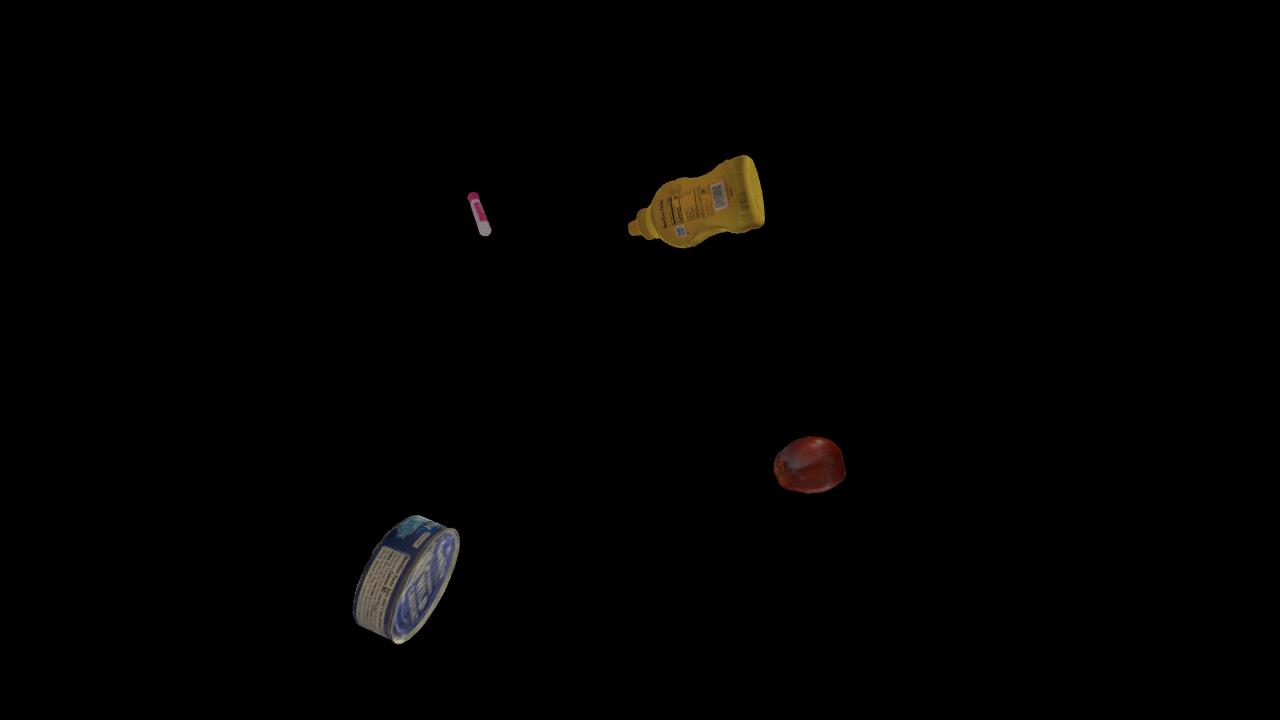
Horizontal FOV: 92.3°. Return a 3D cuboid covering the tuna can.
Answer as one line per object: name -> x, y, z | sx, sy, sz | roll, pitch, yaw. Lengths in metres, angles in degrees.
tuna can -> -0.168, 0.157, 0.446 | 0.034, 0.084, 0.084 | 19, 3, 9

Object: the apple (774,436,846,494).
apple -> 0.224, 0.138, 0.811 | 0.093, 0.079, 0.079 | -14, 4, -17

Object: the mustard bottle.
mustard bottle -> 0.064, -0.193, 0.796 | 0.184, 0.092, 0.054 | -11, 3, 30

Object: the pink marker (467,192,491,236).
pink marker -> -0.256, -0.234, 0.976 | 0.020, 0.020, 0.121 | 0, 39, -27
